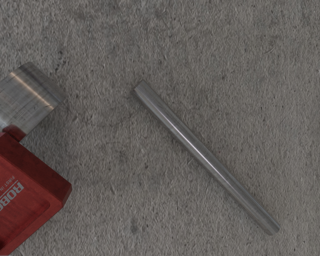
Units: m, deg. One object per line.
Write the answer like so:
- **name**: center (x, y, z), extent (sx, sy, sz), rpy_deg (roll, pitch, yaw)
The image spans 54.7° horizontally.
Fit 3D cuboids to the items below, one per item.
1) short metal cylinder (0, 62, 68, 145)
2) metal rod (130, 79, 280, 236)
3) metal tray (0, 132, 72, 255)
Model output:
- **short metal cylinder**: center (-0.145, -0.024, 0.326), extent (0.050, 0.080, 0.080), rpy_deg (46, 76, -15)
- **metal rod**: center (0.071, 0.050, 0.435), extent (0.300, 0.025, 0.025), rpy_deg (46, 76, -15)
- **metal tray**: center (-0.165, 0.077, 0.311), extent (0.130, 0.030, 0.090), rpy_deg (-41, 106, 18)
